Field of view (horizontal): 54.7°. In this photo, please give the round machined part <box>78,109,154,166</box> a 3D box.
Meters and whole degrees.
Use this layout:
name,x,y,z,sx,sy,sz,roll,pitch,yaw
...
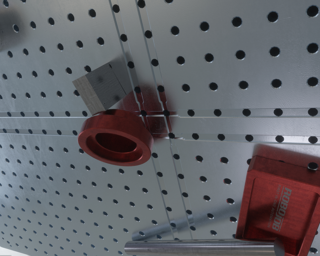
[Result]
name,x,y,z,sx,sy,sz,roll,pitch,yaw
round machined part,-0.057,0.010,0.420,0.099,0.042,0.098,7,146,5

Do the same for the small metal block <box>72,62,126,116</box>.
name,x,y,z,sx,sy,sz,roll,pitch,yaw
small metal block,-0.078,-0.051,0.404,0.025,0.050,0.050,-17,109,35

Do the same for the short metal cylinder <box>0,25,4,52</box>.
name,x,y,z,sx,sy,sz,roll,pitch,yaw
short metal cylinder,-0.282,-0.141,0.457,0.080,0.050,0.079,13,124,21

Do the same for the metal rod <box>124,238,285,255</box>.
name,x,y,z,sx,sy,sz,roll,pitch,yaw
metal rod,0.044,0.185,0.477,0.299,0.025,0.025,-22,107,44

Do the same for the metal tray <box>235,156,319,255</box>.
name,x,y,z,sx,sy,sz,roll,pitch,yaw
metal tray,0.151,0.105,0.393,0.090,0.030,0.129,13,124,21
